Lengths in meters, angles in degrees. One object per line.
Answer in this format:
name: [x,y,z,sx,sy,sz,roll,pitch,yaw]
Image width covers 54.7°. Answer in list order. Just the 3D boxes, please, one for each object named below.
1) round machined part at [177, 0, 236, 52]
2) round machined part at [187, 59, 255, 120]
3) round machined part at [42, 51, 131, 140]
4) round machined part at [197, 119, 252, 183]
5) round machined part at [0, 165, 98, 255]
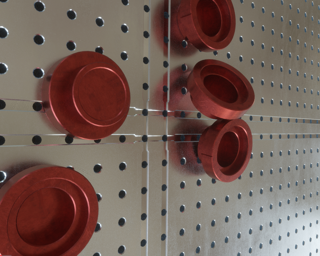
round machined part: [0.064,-0.160,0.454,0.099,0.042,0.097,0,90,-40]
round machined part: [0.084,-0.051,0.450,0.099,0.042,0.098,14,50,-16]
round machined part: [-0.072,-0.035,0.339,0.099,0.042,0.097,0,90,-40]
round machined part: [0.096,0.031,0.475,0.099,0.042,0.097,-10,105,-40]
round machined part: [-0.114,0.084,0.304,0.099,0.042,0.097,0,90,-40]
